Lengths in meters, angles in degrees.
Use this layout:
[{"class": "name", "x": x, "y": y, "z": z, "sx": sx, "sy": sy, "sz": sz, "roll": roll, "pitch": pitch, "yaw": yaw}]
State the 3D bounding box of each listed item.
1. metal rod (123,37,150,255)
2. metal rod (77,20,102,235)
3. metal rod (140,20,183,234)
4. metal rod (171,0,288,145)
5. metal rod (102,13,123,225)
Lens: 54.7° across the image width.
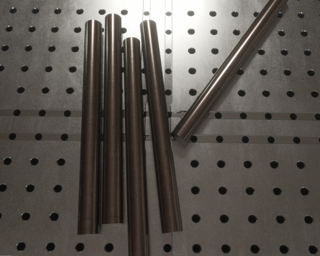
[{"class": "metal rod", "x": -0.033, "y": 0.014, "z": 0.406, "sx": 0.025, "sy": 0.025, "sz": 0.299, "roll": -3, "pitch": 70, "yaw": -2}, {"class": "metal rod", "x": -0.092, "y": -0.015, "z": 0.415, "sx": 0.025, "sy": 0.025, "sz": 0.299, "roll": -3, "pitch": 70, "yaw": -1}, {"class": "metal rod", "x": -0.002, "y": -0.016, "z": 0.417, "sx": 0.025, "sy": 0.025, "sz": 0.299, "roll": -6, "pitch": 70, "yaw": -3}, {"class": "metal rod", "x": 0.111, "y": -0.101, "z": 0.449, "sx": 0.025, "sy": 0.025, "sz": 0.300, "roll": 34, "pitch": 73, "yaw": 11}, {"class": "metal rod", "x": -0.064, "y": -0.026, "z": 0.420, "sx": 0.025, "sy": 0.025, "sz": 0.299, "roll": -3, "pitch": 70, "yaw": -1}]
